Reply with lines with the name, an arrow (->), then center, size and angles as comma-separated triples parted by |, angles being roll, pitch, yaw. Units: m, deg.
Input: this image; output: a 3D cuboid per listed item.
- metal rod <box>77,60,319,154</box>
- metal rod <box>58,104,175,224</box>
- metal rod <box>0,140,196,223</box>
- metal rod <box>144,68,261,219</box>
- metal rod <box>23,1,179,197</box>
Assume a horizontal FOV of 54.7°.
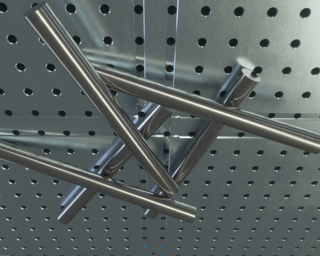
metal rod -> 0.049, -0.024, 0.364 | 0.302, 0.025, 0.025 | 17, 128, -5
metal rod -> -0.079, 0.064, 0.464 | 0.025, 0.025, 0.299 | 29, 124, -23
metal rod -> -0.093, 0.077, 0.444 | 0.302, 0.025, 0.025 | 20, 128, -5
metal rod -> 0.045, 0.042, 0.448 | 0.025, 0.025, 0.298 | 19, 128, -16
metal rod -> -0.048, -0.007, 0.368 | 0.025, 0.025, 0.299 | -20, 129, 16
